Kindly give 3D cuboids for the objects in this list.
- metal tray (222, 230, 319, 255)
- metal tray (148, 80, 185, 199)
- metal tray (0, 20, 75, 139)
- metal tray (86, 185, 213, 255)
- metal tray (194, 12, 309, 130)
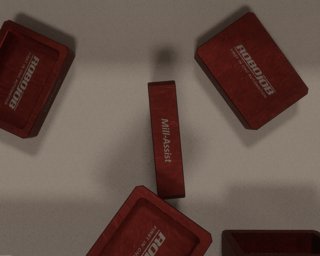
[{"bbox_3d":[0.150,0.155,0.381,0.131,0.090,0.030,0,90,-1],"label":"metal tray"},{"bbox_3d":[0.007,0.013,0.379,0.030,0.090,0.129,-5,90,0],"label":"metal tray"},{"bbox_3d":[-0.182,-0.062,0.406,0.090,0.030,0.129,25,90,-1],"label":"metal tray"},{"bbox_3d":[-0.022,0.133,0.301,0.090,0.030,0.130,35,78,7],"label":"metal tray"},{"bbox_3d":[0.119,-0.073,0.410,0.090,0.030,0.130,-36,90,-1],"label":"metal tray"}]
